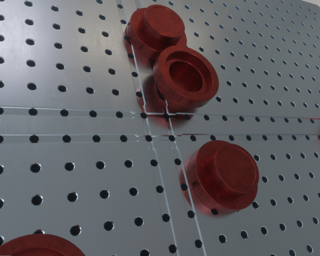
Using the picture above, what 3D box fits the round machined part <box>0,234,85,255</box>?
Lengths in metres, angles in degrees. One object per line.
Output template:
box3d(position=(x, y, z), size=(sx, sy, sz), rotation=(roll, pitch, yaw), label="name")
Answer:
box3d(position=(-0.106, 0.141, 0.254), size=(0.099, 0.042, 0.098), rotation=(13, 56, -21), label="round machined part")

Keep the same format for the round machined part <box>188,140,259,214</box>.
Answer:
box3d(position=(0.090, 0.059, 0.409), size=(0.099, 0.042, 0.098), rotation=(13, 56, -21), label="round machined part")

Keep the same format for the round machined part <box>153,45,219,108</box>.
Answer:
box3d(position=(0.034, -0.070, 0.458), size=(0.099, 0.042, 0.098), rotation=(13, 56, -21), label="round machined part")

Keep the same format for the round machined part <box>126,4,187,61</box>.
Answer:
box3d(position=(0.000, -0.156, 0.492), size=(0.099, 0.042, 0.098), rotation=(13, 56, -21), label="round machined part")
